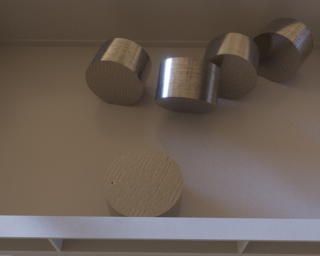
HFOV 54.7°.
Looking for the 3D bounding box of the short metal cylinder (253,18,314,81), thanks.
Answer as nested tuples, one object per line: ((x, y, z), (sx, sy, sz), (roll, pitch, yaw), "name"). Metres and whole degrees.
((0.182, -0.119, 0.470), (0.080, 0.080, 0.050), (31, 57, 23), "short metal cylinder")

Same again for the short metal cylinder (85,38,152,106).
((-0.057, -0.077, 0.434), (0.080, 0.080, 0.050), (10, 51, 8), "short metal cylinder")

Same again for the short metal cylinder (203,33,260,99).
((0.100, -0.087, 0.443), (0.080, 0.080, 0.050), (12, 51, 10), "short metal cylinder")

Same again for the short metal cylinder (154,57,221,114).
((0.036, -0.053, 0.405), (0.080, 0.080, 0.050), (7, 80, 5), "short metal cylinder")

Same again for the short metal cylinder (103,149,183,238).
((-0.017, 0.069, 0.331), (0.080, 0.050, 0.080), (0, 50, 0), "short metal cylinder")
